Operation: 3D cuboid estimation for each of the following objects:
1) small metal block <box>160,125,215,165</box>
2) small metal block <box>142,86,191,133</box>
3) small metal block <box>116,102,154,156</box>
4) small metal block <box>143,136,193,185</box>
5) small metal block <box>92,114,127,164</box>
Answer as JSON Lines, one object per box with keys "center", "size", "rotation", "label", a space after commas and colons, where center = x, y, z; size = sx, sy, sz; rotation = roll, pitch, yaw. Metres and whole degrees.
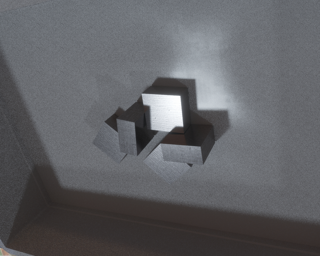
{"center": [0.035, 0.019, 0.381], "size": [0.050, 0.050, 0.025], "rotation": [3, 120, 26], "label": "small metal block"}
{"center": [0.009, -0.023, 0.386], "size": [0.050, 0.025, 0.050], "rotation": [6, 121, 24], "label": "small metal block"}
{"center": [-0.031, 0.000, 0.405], "size": [0.025, 0.050, 0.050], "rotation": [12, 123, 21], "label": "small metal block"}
{"center": [0.014, 0.042, 0.424], "size": [0.050, 0.025, 0.050], "rotation": [42, 129, -1], "label": "small metal block"}
{"center": [-0.063, 0.016, 0.448], "size": [0.050, 0.025, 0.050], "rotation": [39, 129, 1], "label": "small metal block"}
